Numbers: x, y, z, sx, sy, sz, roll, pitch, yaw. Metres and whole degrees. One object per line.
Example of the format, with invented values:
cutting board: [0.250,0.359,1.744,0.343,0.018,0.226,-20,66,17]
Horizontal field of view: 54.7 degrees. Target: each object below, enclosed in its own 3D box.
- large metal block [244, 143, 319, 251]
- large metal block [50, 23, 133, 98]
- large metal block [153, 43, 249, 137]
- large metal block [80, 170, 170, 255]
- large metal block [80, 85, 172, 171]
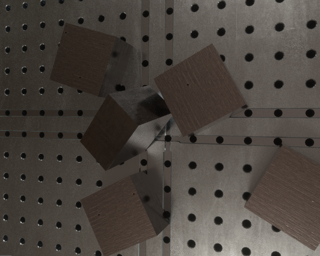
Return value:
large metal block: [0.152,0.072,0.346,0.080,0.050,0.080,31,100,17]
large metal block: [-0.095,-0.091,0.432,0.080,0.050,0.080,20,97,18]
large metal block: [0.052,-0.043,0.381,0.080,0.050,0.080,-29,81,17]
large metal block: [-0.046,0.112,0.415,0.080,0.050,0.080,-28,81,17]
large metal block: [-0.039,-0.002,0.385,0.050,0.081,0.080,46,122,14]
